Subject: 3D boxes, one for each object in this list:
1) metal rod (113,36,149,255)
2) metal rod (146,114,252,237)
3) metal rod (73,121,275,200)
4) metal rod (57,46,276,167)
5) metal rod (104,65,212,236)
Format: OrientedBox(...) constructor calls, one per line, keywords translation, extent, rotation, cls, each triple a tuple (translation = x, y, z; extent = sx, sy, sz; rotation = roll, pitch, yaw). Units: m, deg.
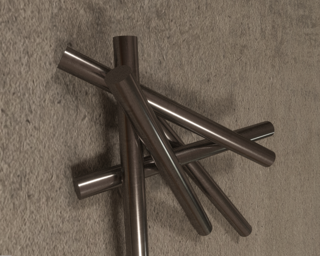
OrientedBox(translation=(-0.029, 0.055, 0.337), extent=(0.025, 0.025, 0.298), rotation=(-9, 100, -40), cls="metal rod")
OrientedBox(translation=(0.062, 0.074, 0.458), extent=(0.300, 0.025, 0.025), rotation=(50, 60, -29), cls="metal rod")
OrientedBox(translation=(0.039, 0.033, 0.406), extent=(0.303, 0.025, 0.025), rotation=(-14, 99, -29), cls="metal rod")
OrientedBox(translation=(0.025, -0.015, 0.378), extent=(0.302, 0.025, 0.025), rotation=(25, 74, -22), cls="metal rod")
OrientedBox(translation=(0.015, 0.052, 0.364), extent=(0.025, 0.025, 0.299), rotation=(-54, 139, -26), cls="metal rod")
